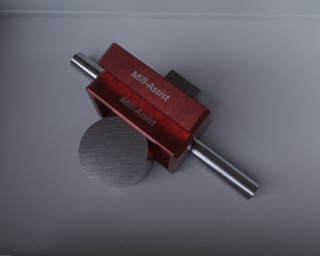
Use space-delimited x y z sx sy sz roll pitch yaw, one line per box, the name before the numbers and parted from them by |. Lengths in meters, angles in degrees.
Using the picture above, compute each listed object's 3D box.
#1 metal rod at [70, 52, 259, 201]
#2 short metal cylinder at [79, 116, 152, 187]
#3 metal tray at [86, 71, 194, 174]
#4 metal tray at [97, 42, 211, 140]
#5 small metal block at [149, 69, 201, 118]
metal rod | -0.002 -0.009 0.413 0.300 0.025 0.025 37 74 12
short metal cylinder | -0.051 0.031 0.377 0.080 0.050 0.080 -1 77 5
metal tray | -0.024 -0.003 0.375 0.130 0.090 0.030 37 74 12
metal tray | -0.002 -0.039 0.361 0.130 0.090 0.030 37 91 12
small metal block | 0.019 -0.044 0.424 0.050 0.025 0.050 39 74 12
